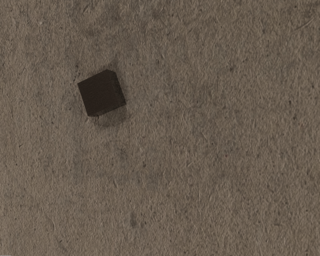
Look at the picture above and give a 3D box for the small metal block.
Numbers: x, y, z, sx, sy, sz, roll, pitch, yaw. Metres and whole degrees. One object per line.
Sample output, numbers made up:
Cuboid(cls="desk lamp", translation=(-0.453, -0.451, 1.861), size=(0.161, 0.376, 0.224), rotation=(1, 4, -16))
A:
Cuboid(cls="small metal block", translation=(-0.082, -0.048, 0.437), size=(0.050, 0.025, 0.050), rotation=(-21, 83, 18))
